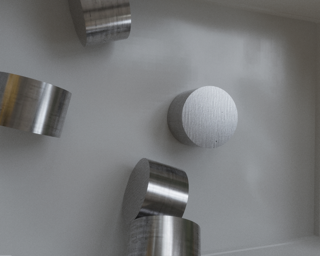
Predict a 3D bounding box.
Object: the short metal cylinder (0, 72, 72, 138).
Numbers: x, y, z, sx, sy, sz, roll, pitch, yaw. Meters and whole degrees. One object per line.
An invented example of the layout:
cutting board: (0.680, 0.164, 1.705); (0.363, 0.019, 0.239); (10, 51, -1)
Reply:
short metal cylinder: (-0.141, -0.023, 0.329); (0.081, 0.080, 0.050); (15, 85, -20)

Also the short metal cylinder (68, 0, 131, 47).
short metal cylinder: (-0.071, -0.138, 0.355); (0.050, 0.080, 0.080); (-17, 96, -19)

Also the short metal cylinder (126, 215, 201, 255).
short metal cylinder: (0.004, 0.135, 0.340); (0.081, 0.080, 0.050); (19, 51, -19)

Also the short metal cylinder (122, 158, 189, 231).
short metal cylinder: (-0.007, 0.082, 0.379); (0.050, 0.080, 0.080); (20, 84, -19)

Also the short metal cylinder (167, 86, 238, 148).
short metal cylinder: (0.056, -0.014, 0.418); (0.081, 0.050, 0.080); (0, 90, -20)
